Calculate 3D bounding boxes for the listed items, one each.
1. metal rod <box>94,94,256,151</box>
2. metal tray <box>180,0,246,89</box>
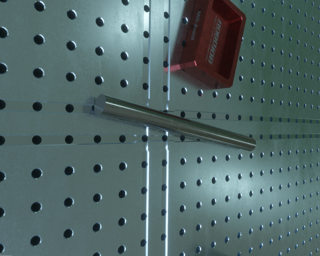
[{"bbox_3d":[0.045,0.001,0.448,0.302,0.025,0.025,14,81,-39],"label":"metal rod"},{"bbox_3d":[0.085,-0.136,0.479,0.090,0.030,0.129,23,76,-38],"label":"metal tray"}]
